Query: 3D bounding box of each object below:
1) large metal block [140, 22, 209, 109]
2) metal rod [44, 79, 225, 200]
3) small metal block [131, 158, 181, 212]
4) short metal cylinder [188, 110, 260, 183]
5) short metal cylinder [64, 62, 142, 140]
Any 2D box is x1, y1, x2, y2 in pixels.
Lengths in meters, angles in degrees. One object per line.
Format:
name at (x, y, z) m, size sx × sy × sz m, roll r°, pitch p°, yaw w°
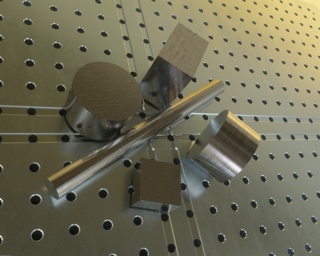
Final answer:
large metal block at (0.016, -0.083, 0.428) m, size 0.050 × 0.080 × 0.080 m, roll 32°, pitch 52°, yaw -8°
metal rod at (-0.008, -0.003, 0.401) m, size 0.302 × 0.025 × 0.025 m, roll -32°, pitch 80°, yaw -38°
small metal block at (-0.004, 0.067, 0.361) m, size 0.050 × 0.025 × 0.050 m, roll 14°, pitch 56°, yaw -21°
short metal cylinder at (0.081, 0.023, 0.398) m, size 0.050 × 0.080 × 0.080 m, roll 38°, pitch 51°, yaw -4°
short metal cylinder at (-0.068, -0.032, 0.370) m, size 0.081 × 0.050 × 0.080 m, roll 14°, pitch 56°, yaw -21°
